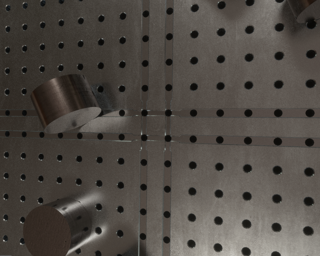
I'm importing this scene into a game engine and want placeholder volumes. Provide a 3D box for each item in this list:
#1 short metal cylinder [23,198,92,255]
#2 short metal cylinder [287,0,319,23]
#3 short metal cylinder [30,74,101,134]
[{"bbox_3d":[-0.148,0.147,0.450,0.080,0.050,0.079,0,90,19],"label":"short metal cylinder"},{"bbox_3d":[0.173,-0.154,0.323,0.080,0.080,0.050,-23,83,18],"label":"short metal cylinder"},{"bbox_3d":[-0.129,-0.032,0.427,0.080,0.080,0.050,-28,81,17],"label":"short metal cylinder"}]
